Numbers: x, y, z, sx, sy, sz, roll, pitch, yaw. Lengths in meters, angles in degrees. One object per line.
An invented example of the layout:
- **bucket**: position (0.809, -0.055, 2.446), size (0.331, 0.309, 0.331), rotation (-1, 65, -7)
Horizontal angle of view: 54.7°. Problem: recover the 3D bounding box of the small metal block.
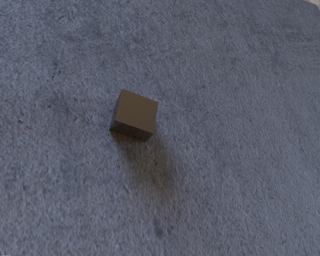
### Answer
- **small metal block**: position (-0.033, -0.016, 0.397), size (0.050, 0.025, 0.050), rotation (20, 54, -17)
